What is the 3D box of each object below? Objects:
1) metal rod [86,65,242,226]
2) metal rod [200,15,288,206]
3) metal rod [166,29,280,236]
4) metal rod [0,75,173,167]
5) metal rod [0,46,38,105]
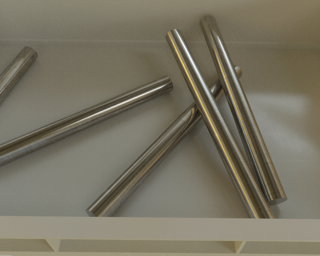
[{"bbox_3d":[0.023,0.004,0.402,0.025,0.025,0.301,31,56,23],"label":"metal rod"},{"bbox_3d":[0.101,-0.044,0.417,0.025,0.025,0.299,-7,59,-7],"label":"metal rod"},{"bbox_3d":[0.066,-0.016,0.391,0.025,0.025,0.299,-14,60,-12],"label":"metal rod"},{"bbox_3d":[-0.114,-0.005,0.407,0.302,0.025,0.025,-26,55,-21],"label":"metal rod"},{"bbox_3d":[-0.246,-0.011,0.410,0.025,0.025,0.300,10,51,8],"label":"metal rod"}]
